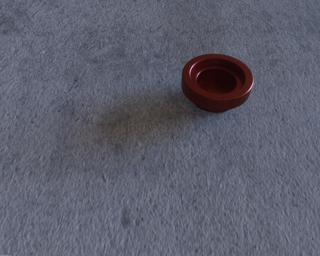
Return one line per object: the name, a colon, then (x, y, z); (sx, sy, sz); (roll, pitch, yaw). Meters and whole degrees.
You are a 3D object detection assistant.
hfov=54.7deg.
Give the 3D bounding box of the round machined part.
round machined part: (0.079, -0.060, 0.444); (0.099, 0.042, 0.098); (0, 50, 0)
